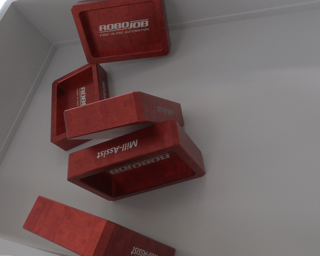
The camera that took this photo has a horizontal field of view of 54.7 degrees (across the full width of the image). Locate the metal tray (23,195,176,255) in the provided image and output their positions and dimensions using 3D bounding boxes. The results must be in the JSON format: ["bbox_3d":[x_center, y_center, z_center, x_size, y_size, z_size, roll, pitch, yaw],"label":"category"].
[{"bbox_3d":[-0.051,0.108,0.299,0.090,0.130,0.030,8,66,32],"label":"metal tray"}]

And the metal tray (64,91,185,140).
[{"bbox_3d":[-0.035,-0.010,0.363,0.090,0.130,0.030,-12,84,21],"label":"metal tray"}]

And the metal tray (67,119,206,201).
[{"bbox_3d":[-0.025,0.042,0.350,0.130,0.090,0.030,-19,56,17],"label":"metal tray"}]

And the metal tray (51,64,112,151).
[{"bbox_3d":[-0.126,-0.038,0.492,0.090,0.030,0.130,-23,53,14],"label":"metal tray"}]

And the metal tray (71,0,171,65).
[{"bbox_3d":[-0.055,-0.149,0.463,0.131,0.089,0.030,-5,34,10],"label":"metal tray"}]
